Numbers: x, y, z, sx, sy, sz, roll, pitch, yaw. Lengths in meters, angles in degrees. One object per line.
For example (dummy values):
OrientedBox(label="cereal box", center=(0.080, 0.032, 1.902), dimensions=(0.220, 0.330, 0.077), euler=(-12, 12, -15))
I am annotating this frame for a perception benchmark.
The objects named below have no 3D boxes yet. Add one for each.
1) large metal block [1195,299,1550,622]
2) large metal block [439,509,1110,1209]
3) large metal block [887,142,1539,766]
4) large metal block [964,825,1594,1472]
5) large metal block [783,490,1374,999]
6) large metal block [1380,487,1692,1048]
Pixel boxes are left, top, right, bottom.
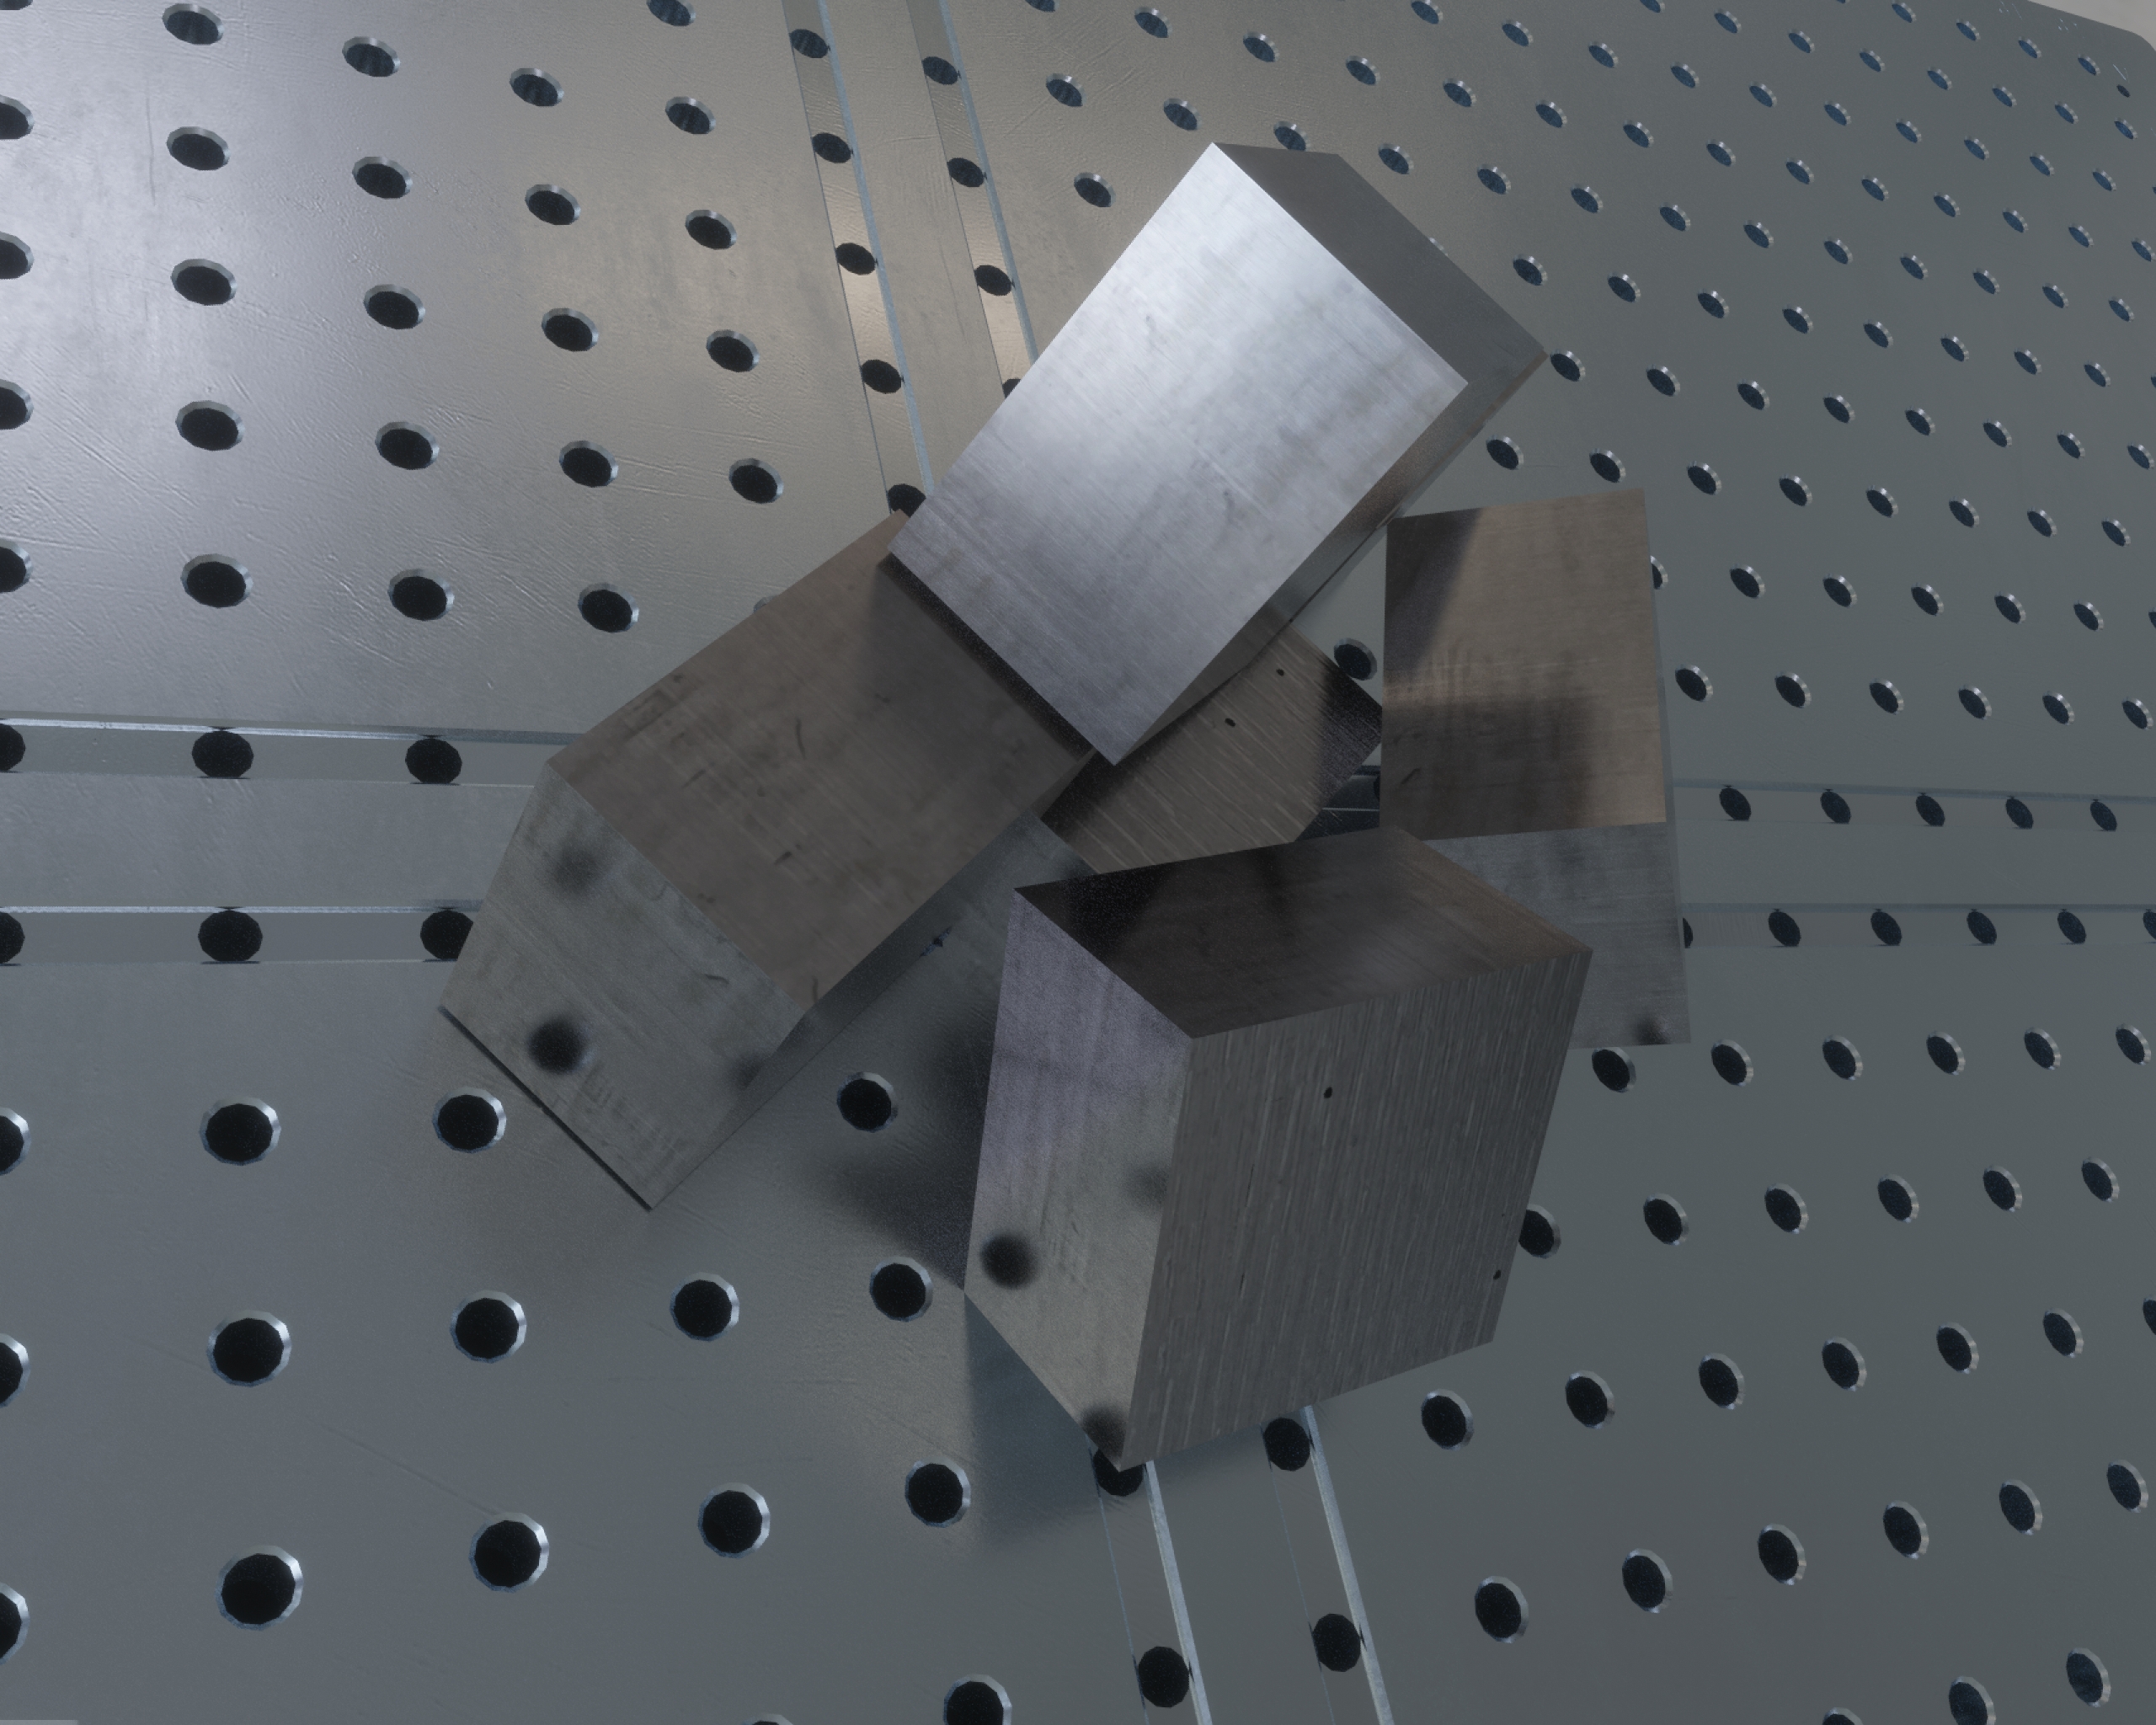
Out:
OrientedBox(label="large metal block", center=(0.042, -0.083, 0.446), dimensions=(0.050, 0.080, 0.080), euler=(43, 51, 1))
OrientedBox(label="large metal block", center=(-0.050, 0.000, 0.344), dimensions=(0.050, 0.080, 0.080), euler=(44, 51, 2))
OrientedBox(label="large metal block", center=(0.026, -0.070, 0.348), dimensions=(0.050, 0.080, 0.080), euler=(44, 26, 2))
OrientedBox(label="large metal block", center=(0.032, 0.045, 0.353), dimensions=(0.081, 0.079, 0.050), euler=(-9, 30, -32))
OrientedBox(label="large metal block", center=(0.002, -0.021, 0.407), dimensions=(0.080, 0.050, 0.080), euler=(43, 51, 1))
OrientedBox(label="large metal block", center=(0.094, -0.016, 0.423), dimensions=(0.050, 0.080, 0.080), euler=(-5, 55, 17))
